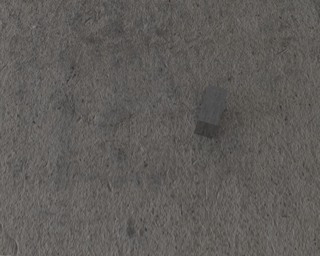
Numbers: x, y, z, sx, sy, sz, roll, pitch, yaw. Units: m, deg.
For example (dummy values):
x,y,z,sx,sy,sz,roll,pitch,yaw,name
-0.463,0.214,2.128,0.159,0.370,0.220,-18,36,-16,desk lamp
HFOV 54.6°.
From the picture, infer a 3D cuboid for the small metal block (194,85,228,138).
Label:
x,y,z,sx,sy,sz,roll,pitch,yaw,name
0.065,-0.020,0.403,0.025,0.050,0.050,17,71,6,small metal block
